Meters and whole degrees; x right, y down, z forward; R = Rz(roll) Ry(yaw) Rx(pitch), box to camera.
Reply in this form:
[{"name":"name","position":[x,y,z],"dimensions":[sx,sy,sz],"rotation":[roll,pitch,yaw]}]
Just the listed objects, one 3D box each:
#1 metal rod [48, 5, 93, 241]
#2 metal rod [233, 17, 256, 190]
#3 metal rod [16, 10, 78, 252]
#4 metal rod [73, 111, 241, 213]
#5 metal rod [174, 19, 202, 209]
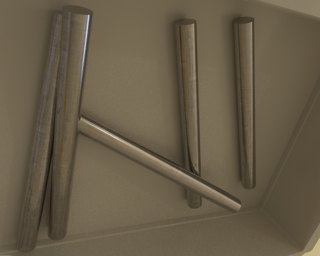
[{"name":"metal rod","position":[-0.104,0.021,0.341],"dimensions":[0.025,0.025,0.298],"rotation":[-3,127,-27]},{"name":"metal rod","position":[0.132,-0.016,0.470],"dimensions":[0.025,0.025,0.298],"rotation":[-24,127,-14]},{"name":"metal rod","position":[-0.132,0.023,0.350],"dimensions":[0.025,0.025,0.298],"rotation":[4,116,-31]},{"name":"metal rod","position":[0.012,0.058,0.427],"dimensions":[0.301,0.025,0.025],"rotation":[32,101,-31]},{"name":"metal rod","position":[0.043,0.003,0.433],"dimensions":[0.025,0.025,0.298],"rotation":[-19,126,-17]}]
